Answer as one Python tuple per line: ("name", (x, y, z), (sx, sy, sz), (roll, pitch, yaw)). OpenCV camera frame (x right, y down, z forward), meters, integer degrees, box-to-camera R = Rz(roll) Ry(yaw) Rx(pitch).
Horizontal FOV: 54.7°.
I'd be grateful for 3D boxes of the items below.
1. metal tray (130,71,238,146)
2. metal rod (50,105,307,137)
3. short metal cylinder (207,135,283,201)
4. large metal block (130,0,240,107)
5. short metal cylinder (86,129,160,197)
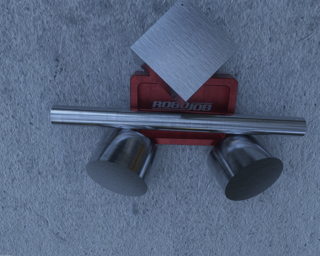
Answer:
("metal tray", (0.028, -0.025, 0.400), (0.131, 0.030, 0.089), (2, 110, -1))
("metal rod", (0.023, -0.008, 0.376), (0.302, 0.025, 0.025), (3, 110, -2))
("short metal cylinder", (0.108, 0.049, 0.399), (0.081, 0.050, 0.079), (-14, 135, -14))
("large metal block", (0.026, -0.082, 0.345), (0.080, 0.050, 0.080), (45, 87, 2))
("short metal cylinder", (-0.046, 0.045, 0.394), (0.080, 0.050, 0.080), (13, 143, 11))
